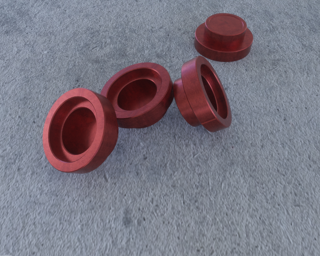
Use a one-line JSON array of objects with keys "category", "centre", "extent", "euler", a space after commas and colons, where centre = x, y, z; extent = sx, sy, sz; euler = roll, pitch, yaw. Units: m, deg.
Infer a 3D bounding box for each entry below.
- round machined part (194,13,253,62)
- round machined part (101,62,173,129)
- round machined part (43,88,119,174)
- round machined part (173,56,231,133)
[{"category": "round machined part", "centre": [0.109, -0.159, 0.527], "extent": [0.099, 0.042, 0.098], "euler": [0, 50, 0]}, {"category": "round machined part", "centre": [-0.027, -0.038, 0.411], "extent": [0.098, 0.042, 0.098], "euler": [-12, 50, 15]}, {"category": "round machined part", "centre": [-0.088, 0.005, 0.366], "extent": [0.098, 0.042, 0.098], "euler": [-8, 75, 30]}, {"category": "round machined part", "centre": [0.052, -0.040, 0.401], "extent": [0.042, 0.098, 0.098], "euler": [-22, 44, 27]}]
